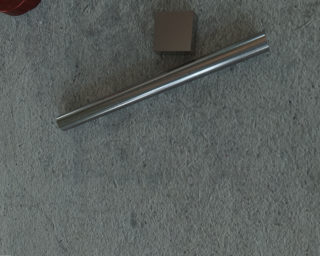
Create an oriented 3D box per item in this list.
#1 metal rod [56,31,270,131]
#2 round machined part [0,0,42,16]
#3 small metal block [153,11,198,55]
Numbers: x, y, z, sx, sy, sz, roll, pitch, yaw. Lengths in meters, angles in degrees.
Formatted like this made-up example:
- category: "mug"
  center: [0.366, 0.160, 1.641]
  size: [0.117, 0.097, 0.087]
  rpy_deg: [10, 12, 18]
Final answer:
- category: "metal rod"
  center: [-0.010, -0.055, 0.411]
  size: [0.300, 0.025, 0.025]
  rpy_deg: [-20, 84, 18]
- category: "round machined part"
  center: [-0.218, -0.220, 0.475]
  size: [0.098, 0.042, 0.097]
  rpy_deg: [0, 90, 19]
- category: "small metal block"
  center: [0.020, -0.122, 0.401]
  size: [0.050, 0.025, 0.050]
  rpy_deg: [5, 92, 19]
